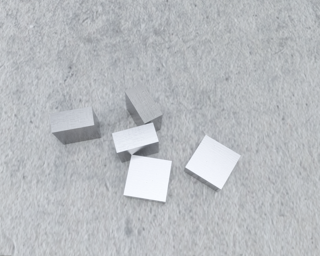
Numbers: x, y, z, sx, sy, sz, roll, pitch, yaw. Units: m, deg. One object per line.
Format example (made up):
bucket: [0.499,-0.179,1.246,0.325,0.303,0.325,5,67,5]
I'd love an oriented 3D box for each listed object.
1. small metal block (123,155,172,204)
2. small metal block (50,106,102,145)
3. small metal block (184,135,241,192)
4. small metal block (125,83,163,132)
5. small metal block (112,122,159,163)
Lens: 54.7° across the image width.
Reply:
small metal block: [-0.014,0.064,0.385,0.050,0.025,0.050,9,70,3]
small metal block: [-0.106,-0.002,0.394,0.050,0.050,0.025,-11,71,-4]
small metal block: [0.066,0.045,0.392,0.050,0.025,0.050,31,73,10]
small metal block: [-0.021,-0.022,0.402,0.025,0.050,0.050,-28,72,-14]
small metal block: [-0.029,0.019,0.387,0.050,0.050,0.025,-15,71,-6]
